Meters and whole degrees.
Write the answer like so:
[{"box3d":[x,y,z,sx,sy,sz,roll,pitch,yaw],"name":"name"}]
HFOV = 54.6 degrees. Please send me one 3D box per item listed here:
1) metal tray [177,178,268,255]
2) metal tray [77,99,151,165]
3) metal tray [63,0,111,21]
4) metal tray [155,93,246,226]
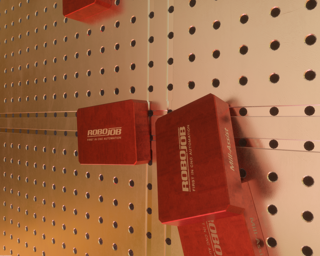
[{"box3d":[0.069,0.130,0.350,0.090,0.030,0.129,-22,76,38],"name":"metal tray"},{"box3d":[-0.074,0.009,0.468,0.130,0.030,0.090,-5,87,40],"name":"metal tray"},{"box3d":[-0.122,-0.253,0.509,0.090,0.030,0.129,-2,89,40],"name":"metal tray"},{"box3d":[0.039,0.036,0.348,0.090,0.030,0.130,-24,56,36],"name":"metal tray"}]
